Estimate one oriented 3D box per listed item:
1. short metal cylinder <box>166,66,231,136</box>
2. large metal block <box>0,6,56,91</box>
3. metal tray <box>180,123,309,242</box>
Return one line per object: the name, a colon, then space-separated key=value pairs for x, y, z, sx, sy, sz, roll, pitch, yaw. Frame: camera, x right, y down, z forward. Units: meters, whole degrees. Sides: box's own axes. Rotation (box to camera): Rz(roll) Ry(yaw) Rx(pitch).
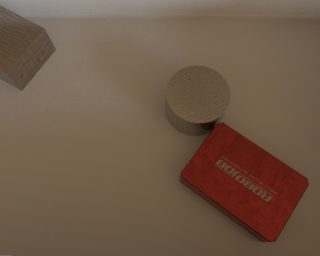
short metal cylinder: x=0.048 y=-0.035 z=0.410 sx=0.081 sy=0.050 sz=0.080 roll=0 pitch=70 yaw=0
large metal block: x=-0.211 y=-0.112 z=0.435 sx=0.080 sy=0.050 sz=0.080 roll=29 pitch=72 yaw=9
metal tray: x=0.102 y=0.065 z=0.384 sx=0.130 sy=0.030 sz=0.090 roll=35 pitch=73 yaw=11
